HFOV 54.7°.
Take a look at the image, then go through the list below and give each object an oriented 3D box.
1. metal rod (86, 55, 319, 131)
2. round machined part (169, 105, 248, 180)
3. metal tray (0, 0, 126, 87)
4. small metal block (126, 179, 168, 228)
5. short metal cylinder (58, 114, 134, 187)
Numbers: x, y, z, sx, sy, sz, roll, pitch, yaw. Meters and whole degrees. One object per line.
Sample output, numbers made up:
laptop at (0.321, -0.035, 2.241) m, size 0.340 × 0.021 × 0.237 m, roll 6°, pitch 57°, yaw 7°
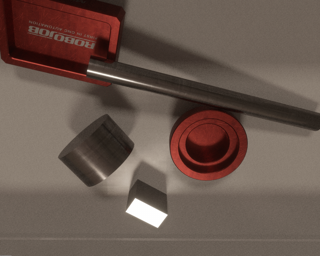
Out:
metal rod at (0.065, -0.038, 0.376) m, size 0.302 × 0.025 × 0.025 m, roll 12°, pitch 110°, yaw -14°
round machined part at (0.061, 0.017, 0.409) m, size 0.099 × 0.042 × 0.097 m, roll 0°, pitch 110°, yaw -1°
metal tray at (-0.112, -0.105, 0.352) m, size 0.131 × 0.030 × 0.089 m, roll 13°, pitch 131°, yaw -5°
small metal block at (-0.018, 0.105, 0.437) m, size 0.050 × 0.050 × 0.025 m, roll 30°, pitch 107°, yaw -11°
short metal cylinder at (-0.080, 0.027, 0.391) m, size 0.080 × 0.080 × 0.050 m, roll -37°, pitch 106°, yaw 12°
